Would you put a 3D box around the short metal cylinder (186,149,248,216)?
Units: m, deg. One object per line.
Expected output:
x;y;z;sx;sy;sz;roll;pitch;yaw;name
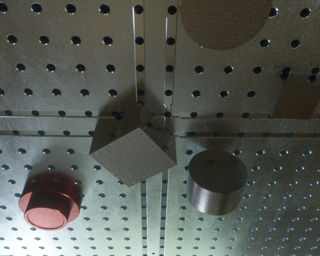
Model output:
0.079;0.076;0.442;0.081;0.080;0.050;1;130;-1;short metal cylinder

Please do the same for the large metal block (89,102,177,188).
-0.034;0.025;0.416;0.080;0.050;0.080;-28;125;21;large metal block

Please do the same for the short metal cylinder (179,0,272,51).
0.058;-0.121;0.293;0.081;0.050;0.079;0;130;0;short metal cylinder

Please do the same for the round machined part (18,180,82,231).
-0.183;0.134;0.512;0.099;0.042;0.097;-1;130;0;round machined part

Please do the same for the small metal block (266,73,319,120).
0.165;-0.038;0.382;0.050;0.025;0.050;2;130;-3;small metal block
